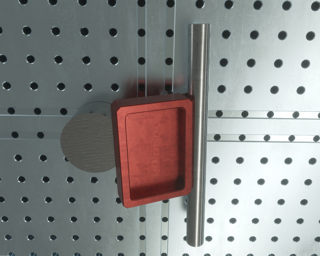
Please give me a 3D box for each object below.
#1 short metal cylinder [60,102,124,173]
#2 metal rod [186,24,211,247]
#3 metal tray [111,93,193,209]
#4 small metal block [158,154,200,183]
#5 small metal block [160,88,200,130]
[{"bbox_3d":[-0.081,0.011,0.402,0.081,0.050,0.079,0,110,-1],"label":"short metal cylinder"},{"bbox_3d":[0.047,0.024,0.396,0.025,0.025,0.298,-1,110,0],"label":"metal rod"},{"bbox_3d":[-0.008,0.027,0.378,0.091,0.030,0.129,-9,112,-18],"label":"metal tray"},{"bbox_3d":[0.021,0.059,0.434,0.050,0.025,0.050,37,106,-13],"label":"small metal block"},{"bbox_3d":[0.031,-0.024,0.405,0.050,0.025,0.050,-14,110,4],"label":"small metal block"}]
